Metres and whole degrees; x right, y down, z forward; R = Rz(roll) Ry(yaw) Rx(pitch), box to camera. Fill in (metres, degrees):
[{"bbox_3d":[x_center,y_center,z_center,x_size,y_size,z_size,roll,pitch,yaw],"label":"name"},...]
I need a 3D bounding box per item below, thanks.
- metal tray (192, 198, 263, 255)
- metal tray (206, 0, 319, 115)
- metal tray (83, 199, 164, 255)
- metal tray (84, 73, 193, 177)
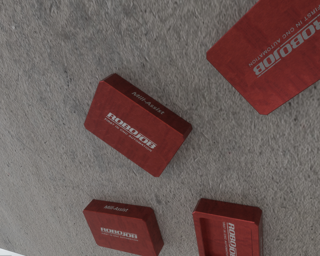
[{"bbox_3d":[0.102,0.168,0.453,0.090,0.030,0.129,3,120,26],"label":"metal tray"},{"bbox_3d":[0.119,-0.082,0.290,0.090,0.030,0.129,45,129,-4],"label":"metal tray"},{"bbox_3d":[-0.065,0.177,0.547,0.130,0.030,0.089,0,119,28],"label":"metal tray"},{"bbox_3d":[-0.033,-0.002,0.420,0.130,0.030,0.089,35,129,5],"label":"metal tray"}]
